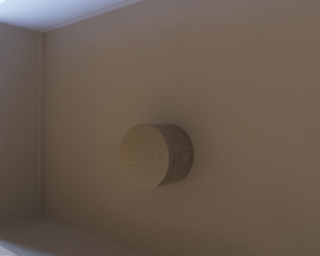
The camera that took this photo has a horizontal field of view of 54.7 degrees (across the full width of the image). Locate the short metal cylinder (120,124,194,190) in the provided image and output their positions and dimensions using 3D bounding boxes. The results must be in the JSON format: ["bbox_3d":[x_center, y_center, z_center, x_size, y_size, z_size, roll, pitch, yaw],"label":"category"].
[{"bbox_3d":[-0.005,0.034,0.393,0.080,0.050,0.079,0,90,39],"label":"short metal cylinder"}]
